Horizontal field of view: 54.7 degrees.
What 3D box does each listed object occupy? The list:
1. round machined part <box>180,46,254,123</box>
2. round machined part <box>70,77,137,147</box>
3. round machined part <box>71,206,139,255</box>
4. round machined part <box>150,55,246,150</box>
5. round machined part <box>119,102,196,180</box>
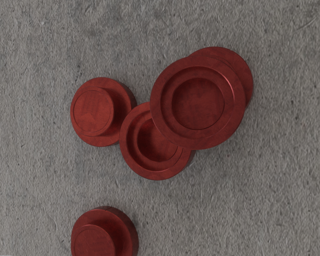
[{"bbox_3d":[0.062,-0.051,0.378,0.098,0.042,0.097,0,90,20],"label":"round machined part"},{"bbox_3d":[-0.084,-0.022,0.430,0.098,0.042,0.097,0,90,20],"label":"round machined part"},{"bbox_3d":[-0.083,0.162,0.429,0.098,0.042,0.097,0,90,20],"label":"round machined part"},{"bbox_3d":[0.042,-0.026,0.337,0.098,0.042,0.097,-1,87,14],"label":"round machined part"},{"bbox_3d":[0.001,0.015,0.397,0.098,0.042,0.097,2,95,23],"label":"round machined part"}]
